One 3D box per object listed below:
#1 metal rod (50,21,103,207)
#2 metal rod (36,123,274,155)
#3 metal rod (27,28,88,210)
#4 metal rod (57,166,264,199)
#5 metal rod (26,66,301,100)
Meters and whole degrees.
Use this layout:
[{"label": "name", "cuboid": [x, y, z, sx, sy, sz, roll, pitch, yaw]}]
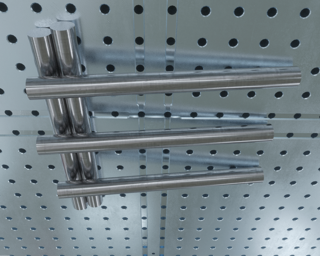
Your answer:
[{"label": "metal rod", "cuboid": [-0.104, 0.008, 0.416, 0.025, 0.025, 0.298, 1, 130, -1]}, {"label": "metal rod", "cuboid": [-0.001, 0.014, 0.403, 0.302, 0.025, 0.025, -3, 131, -6]}, {"label": "metal rod", "cuboid": [-0.129, 0.013, 0.420, 0.025, 0.025, 0.298, 1, 130, -1]}, {"label": "metal rod", "cuboid": [0.005, 0.080, 0.461, 0.302, 0.025, 0.025, -3, 131, -6]}, {"label": "metal rod", "cuboid": [0.009, -0.052, 0.349, 0.302, 0.025, 0.025, -3, 130, -6]}]
